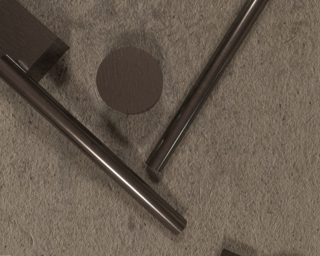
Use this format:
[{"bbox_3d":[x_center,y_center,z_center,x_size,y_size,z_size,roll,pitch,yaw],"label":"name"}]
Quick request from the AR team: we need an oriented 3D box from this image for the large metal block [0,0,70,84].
[{"bbox_3d":[-0.179,-0.106,0.395,0.080,0.050,0.080,42,90,-1],"label":"large metal block"}]

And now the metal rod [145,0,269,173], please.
[{"bbox_3d":[0.070,-0.074,0.410,0.025,0.025,0.299,32,90,-1],"label":"metal rod"}]

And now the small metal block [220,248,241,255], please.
[{"bbox_3d":[0.100,0.198,0.412,0.050,0.025,0.050,24,90,-1],"label":"small metal block"}]

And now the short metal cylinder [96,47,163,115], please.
[{"bbox_3d":[-0.036,-0.058,0.397,0.081,0.050,0.079,0,90,-1],"label":"short metal cylinder"}]

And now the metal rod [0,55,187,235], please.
[{"bbox_3d":[-0.078,0.028,0.382,0.025,0.025,0.300,-45,101,0],"label":"metal rod"}]
